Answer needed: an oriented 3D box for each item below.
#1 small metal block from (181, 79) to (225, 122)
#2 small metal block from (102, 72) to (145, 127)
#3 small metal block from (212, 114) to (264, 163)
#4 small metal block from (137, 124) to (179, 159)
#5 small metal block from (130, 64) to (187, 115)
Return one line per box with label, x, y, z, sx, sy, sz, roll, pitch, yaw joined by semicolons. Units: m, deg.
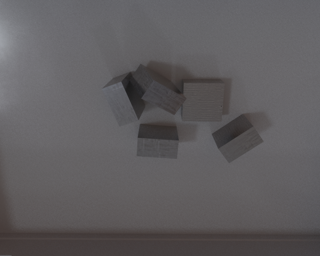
small metal block;0.054;-0.036;0.399;0.050;0.025;0.050;0;110;-1
small metal block;-0.043;-0.037;0.383;0.025;0.050;0.050;-18;109;14
small metal block;0.100;0.013;0.404;0.050;0.050;0.025;-34;107;11
small metal block;-0.003;0.017;0.404;0.050;0.050;0.025;4;110;-2
small metal block;-0.003;-0.047;0.373;0.050;0.050;0.025;25;110;-34
